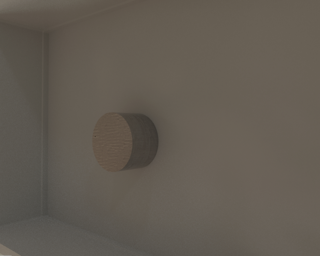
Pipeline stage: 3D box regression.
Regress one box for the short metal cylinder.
[{"bbox_3d":[-0.049,0.019,0.432,0.080,0.050,0.080,0,90,40],"label":"short metal cylinder"}]
